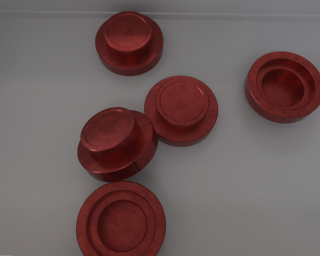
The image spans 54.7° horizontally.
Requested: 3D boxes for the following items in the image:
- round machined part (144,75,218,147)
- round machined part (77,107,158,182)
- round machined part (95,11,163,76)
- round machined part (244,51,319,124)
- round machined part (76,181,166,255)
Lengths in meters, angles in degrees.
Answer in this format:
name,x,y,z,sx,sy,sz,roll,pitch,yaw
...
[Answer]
name,x,y,z,sx,sy,sz,roll,pitch,yaw
round machined part,0.028,-0.027,0.411,0.099,0.042,0.098,0,70,0
round machined part,-0.055,0.013,0.374,0.098,0.042,0.098,-12,46,12
round machined part,-0.044,-0.128,0.447,0.099,0.042,0.098,0,70,0
round machined part,0.163,-0.051,0.420,0.099,0.042,0.098,0,70,0
round machined part,-0.042,0.113,0.359,0.099,0.042,0.098,0,71,0
